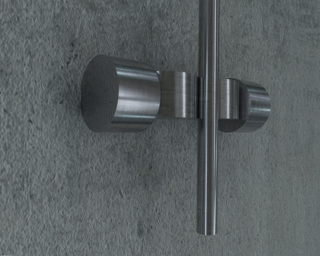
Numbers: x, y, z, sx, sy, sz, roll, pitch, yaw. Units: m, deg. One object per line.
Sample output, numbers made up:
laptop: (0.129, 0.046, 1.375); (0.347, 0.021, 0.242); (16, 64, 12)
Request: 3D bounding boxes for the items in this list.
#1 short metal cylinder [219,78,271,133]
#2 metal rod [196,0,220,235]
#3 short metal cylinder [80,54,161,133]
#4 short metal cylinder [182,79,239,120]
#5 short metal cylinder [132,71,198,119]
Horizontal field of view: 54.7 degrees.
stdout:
short metal cylinder: (0.118, -0.033, 0.469); (0.050, 0.080, 0.080); (1, 90, -40)
metal rod: (0.058, -0.024, 0.374); (0.025, 0.025, 0.298); (1, 89, -40)
short metal cylinder: (-0.044, -0.035, 0.333); (0.050, 0.080, 0.080); (1, 90, -40)
short metal cylinder: (0.067, -0.037, 0.426); (0.081, 0.080, 0.050); (1, 90, -40)
short metal cylinder: (0.005, -0.037, 0.375); (0.081, 0.080, 0.050); (1, 90, -40)
